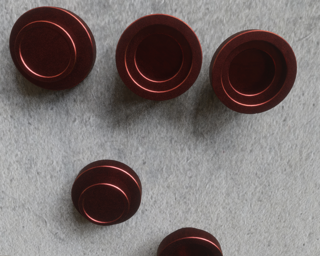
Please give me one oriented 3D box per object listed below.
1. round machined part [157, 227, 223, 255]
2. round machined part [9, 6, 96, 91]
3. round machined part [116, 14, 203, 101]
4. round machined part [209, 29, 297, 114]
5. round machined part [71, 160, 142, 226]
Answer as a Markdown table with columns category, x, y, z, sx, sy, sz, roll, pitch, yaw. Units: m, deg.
| category | x | y | z | sx | sy | sz | roll | pitch | yaw |
| --- | --- | --- | --- | --- | --- | --- | --- | --- | --- |
| round machined part | 0.044 | 0.192 | 0.472 | 0.099 | 0.042 | 0.097 | 0 | 110 | -1 |
| round machined part | -0.128 | -0.092 | 0.365 | 0.099 | 0.042 | 0.097 | 0 | 110 | -1 |
| round machined part | -0.001 | -0.085 | 0.369 | 0.099 | 0.042 | 0.097 | 0 | 110 | -1 |
| round machined part | 0.109 | -0.069 | 0.377 | 0.099 | 0.042 | 0.097 | 0 | 110 | -1 |
| round machined part | -0.075 | 0.097 | 0.436 | 0.099 | 0.042 | 0.097 | 0 | 110 | -1 |
